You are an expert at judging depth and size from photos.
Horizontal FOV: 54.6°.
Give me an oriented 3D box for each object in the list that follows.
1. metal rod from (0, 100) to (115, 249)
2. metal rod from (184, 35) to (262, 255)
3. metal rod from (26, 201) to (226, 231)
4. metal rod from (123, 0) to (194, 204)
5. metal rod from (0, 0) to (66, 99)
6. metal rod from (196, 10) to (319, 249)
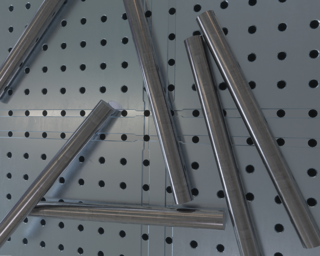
[{"bbox_3d":[-0.171,0.081,0.453,0.025,0.025,0.299,42,95,15],"label":"metal rod"},{"bbox_3d":[0.079,0.031,0.384,0.025,0.025,0.299,-16,85,19],"label":"metal rod"},{"bbox_3d":[-0.062,0.120,0.434,0.301,0.025,0.025,-2,89,20],"label":"metal rod"},{"bbox_3d":[-0.006,-0.049,0.414,0.025,0.025,0.299,-16,85,19],"label":"metal rod"},{"bbox_3d":[-0.187,-0.161,0.479,0.025,0.025,0.299,43,103,15],"label":"metal rod"},{"bbox_3d":[0.115,-0.005,0.371,0.025,0.025,0.299,-26,82,18],"label":"metal rod"}]
